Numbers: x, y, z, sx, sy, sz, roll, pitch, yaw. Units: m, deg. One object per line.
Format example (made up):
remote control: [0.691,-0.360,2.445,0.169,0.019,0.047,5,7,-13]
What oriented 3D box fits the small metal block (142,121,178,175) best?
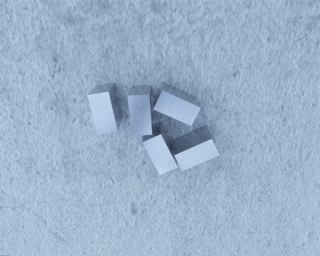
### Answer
small metal block: [0.000,0.025,0.406,0.025,0.050,0.050,-24,109,8]

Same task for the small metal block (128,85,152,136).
small metal block: [-0.023,-0.023,0.388,0.025,0.050,0.050,-3,110,1]

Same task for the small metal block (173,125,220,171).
small metal block: [0.046,0.025,0.406,0.050,0.050,0.025,-25,109,8]

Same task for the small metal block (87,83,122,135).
small metal block: [-0.067,-0.025,0.386,0.025,0.050,0.050,-9,110,3]

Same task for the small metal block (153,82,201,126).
small metal block: [0.020,-0.031,0.385,0.050,0.050,0.025,23,108,-9]
